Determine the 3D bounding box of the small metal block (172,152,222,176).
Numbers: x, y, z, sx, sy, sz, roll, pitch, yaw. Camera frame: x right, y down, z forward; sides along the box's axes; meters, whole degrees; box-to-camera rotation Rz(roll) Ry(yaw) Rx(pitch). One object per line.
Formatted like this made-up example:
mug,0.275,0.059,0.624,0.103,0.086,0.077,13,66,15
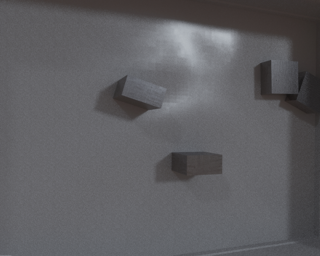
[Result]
small metal block,0.048,0.047,0.415,0.050,0.050,0.025,1,90,-20

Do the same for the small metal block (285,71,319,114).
small metal block,0.236,-0.056,0.497,0.050,0.025,0.050,24,82,-19

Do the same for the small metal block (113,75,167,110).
small metal block,-0.026,-0.043,0.387,0.050,0.050,0.025,17,84,-19

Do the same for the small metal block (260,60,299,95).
small metal block,0.184,-0.077,0.478,0.050,0.025,0.050,-1,91,-20
